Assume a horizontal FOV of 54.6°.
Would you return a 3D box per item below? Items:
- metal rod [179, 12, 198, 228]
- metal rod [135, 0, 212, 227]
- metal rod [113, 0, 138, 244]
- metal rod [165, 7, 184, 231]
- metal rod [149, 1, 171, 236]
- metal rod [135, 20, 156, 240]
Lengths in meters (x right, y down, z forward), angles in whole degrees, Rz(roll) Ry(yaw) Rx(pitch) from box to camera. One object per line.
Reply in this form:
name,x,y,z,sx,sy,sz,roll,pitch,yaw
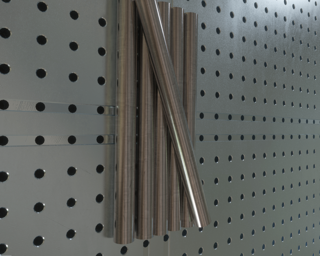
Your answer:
metal rod,0.039,-0.012,0.441,0.025,0.025,0.298,2,89,-40
metal rod,0.020,-0.012,0.392,0.025,0.025,0.298,-25,106,-37
metal rod,-0.041,-0.015,0.372,0.025,0.025,0.298,1,89,-40
metal rod,0.019,-0.012,0.425,0.025,0.025,0.298,1,89,-40
metal rod,0.000,-0.013,0.407,0.025,0.025,0.298,1,89,-40
metal rod,-0.018,-0.013,0.391,0.025,0.025,0.298,1,89,-40
